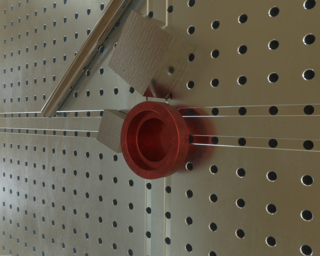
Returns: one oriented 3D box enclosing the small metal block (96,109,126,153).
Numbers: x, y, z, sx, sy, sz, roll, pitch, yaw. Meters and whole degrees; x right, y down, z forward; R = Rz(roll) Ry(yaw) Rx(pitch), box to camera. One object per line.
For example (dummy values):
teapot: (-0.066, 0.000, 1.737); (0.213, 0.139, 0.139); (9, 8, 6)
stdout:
small metal block: (-0.064, 0.004, 0.463); (0.050, 0.025, 0.050); (27, 107, 36)

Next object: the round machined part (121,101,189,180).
round machined part: (-0.002, 0.015, 0.400); (0.098, 0.042, 0.097); (0, 90, 40)

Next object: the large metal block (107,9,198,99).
large metal block: (-0.012, -0.094, 0.403); (0.080, 0.050, 0.080); (43, 116, 31)

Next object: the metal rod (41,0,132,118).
metal rod: (-0.122, -0.122, 0.509); (0.299, 0.025, 0.025); (-46, 63, 30)
